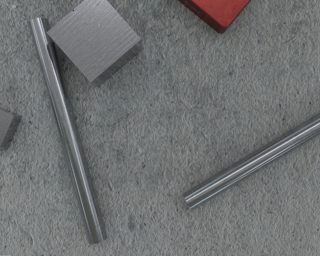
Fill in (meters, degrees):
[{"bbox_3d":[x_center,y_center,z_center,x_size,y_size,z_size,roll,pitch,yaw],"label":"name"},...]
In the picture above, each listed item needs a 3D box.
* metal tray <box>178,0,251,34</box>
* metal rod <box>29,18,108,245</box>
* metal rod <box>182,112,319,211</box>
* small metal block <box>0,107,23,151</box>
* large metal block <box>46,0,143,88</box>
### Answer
[{"bbox_3d":[0.062,-0.201,0.408,0.130,0.030,0.090,39,90,-1],"label":"metal tray"},{"bbox_3d":[-0.121,0.004,0.408,0.025,0.025,0.298,-15,90,0],"label":"metal rod"},{"bbox_3d":[0.166,0.022,0.412,0.301,0.025,0.025,-31,90,-1],"label":"metal rod"},{"bbox_3d":[-0.219,-0.003,0.407,0.050,0.025,0.050,23,90,-1],"label":"small metal block"},{"bbox_3d":[-0.079,-0.111,0.396,0.080,0.050,0.080,-41,91,0],"label":"large metal block"}]
